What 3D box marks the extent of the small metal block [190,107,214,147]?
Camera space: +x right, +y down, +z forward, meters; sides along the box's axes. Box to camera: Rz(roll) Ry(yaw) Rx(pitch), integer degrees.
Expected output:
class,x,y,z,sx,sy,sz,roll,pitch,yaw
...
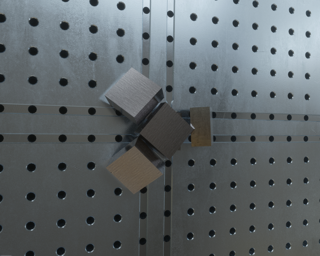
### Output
class,x,y,z,sx,sy,sz,roll,pitch,yaw
small metal block,0.057,-0.002,0.417,0.025,0.050,0.050,-2,91,13

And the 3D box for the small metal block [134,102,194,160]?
class,x,y,z,sx,sy,sz,roll,pitch,yaw
small metal block,0.005,0.004,0.387,0.050,0.025,0.050,43,76,-16

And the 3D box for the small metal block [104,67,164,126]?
class,x,y,z,sx,sy,sz,roll,pitch,yaw
small metal block,-0.031,-0.040,0.388,0.050,0.025,0.050,36,75,20

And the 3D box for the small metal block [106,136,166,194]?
class,x,y,z,sx,sy,sz,roll,pitch,yaw
small metal block,-0.030,0.047,0.388,0.050,0.025,0.050,-38,105,22

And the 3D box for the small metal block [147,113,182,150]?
class,x,y,z,sx,sy,sz,roll,pitch,yaw
small metal block,0.000,0.004,0.412,0.050,0.025,0.050,2,92,-20
